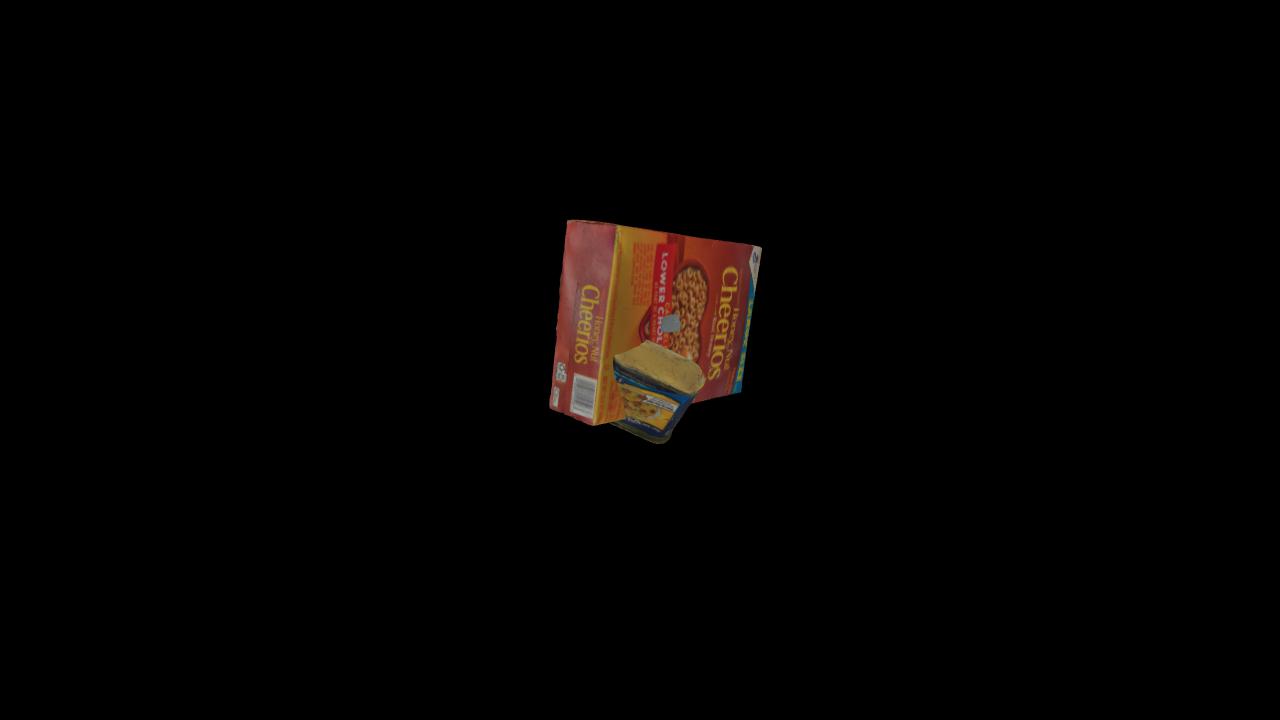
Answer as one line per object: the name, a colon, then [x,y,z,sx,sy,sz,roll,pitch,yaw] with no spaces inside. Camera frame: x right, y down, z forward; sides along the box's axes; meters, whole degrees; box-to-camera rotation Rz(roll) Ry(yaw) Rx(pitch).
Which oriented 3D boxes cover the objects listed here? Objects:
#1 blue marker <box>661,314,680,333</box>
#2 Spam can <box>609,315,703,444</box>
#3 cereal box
blue marker: [-0.015,-0.035,0.677,0.121,0.020,0.020,-4,-2,25]
Spam can: [0.004,0.030,0.647,0.101,0.085,0.058,24,42,-4]
cereal box: [0.034,-0.048,0.729,0.081,0.203,0.306,15,13,37]
